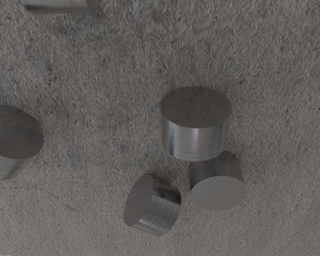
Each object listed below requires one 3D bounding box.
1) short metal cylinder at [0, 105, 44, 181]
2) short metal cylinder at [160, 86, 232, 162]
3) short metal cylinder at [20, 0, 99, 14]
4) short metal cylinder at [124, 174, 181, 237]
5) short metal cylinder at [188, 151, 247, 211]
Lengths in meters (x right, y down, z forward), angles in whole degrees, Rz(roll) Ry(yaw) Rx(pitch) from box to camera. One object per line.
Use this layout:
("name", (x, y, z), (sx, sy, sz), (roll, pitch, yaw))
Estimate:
("short metal cylinder", (-0.195, 0.018, 0.384), (0.080, 0.080, 0.050), (34, 122, -25))
("short metal cylinder", (0.041, -0.006, 0.366), (0.080, 0.080, 0.050), (-1, 130, 1))
("short metal cylinder", (-0.084, -0.136, 0.254), (0.050, 0.080, 0.079), (-2, 130, 1))
("short metal cylinder", (-0.012, 0.117, 0.471), (0.050, 0.080, 0.080), (29, 124, -22))
("short metal cylinder", (0.083, 0.078, 0.458), (0.081, 0.050, 0.079), (0, 130, 0))
